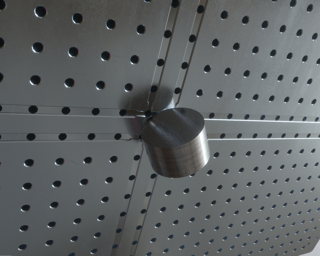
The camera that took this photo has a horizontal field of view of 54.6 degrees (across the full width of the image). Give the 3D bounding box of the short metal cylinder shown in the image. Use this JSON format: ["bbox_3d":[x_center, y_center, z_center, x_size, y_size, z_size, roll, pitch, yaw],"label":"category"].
[{"bbox_3d":[0.020,0.017,0.396,0.080,0.080,0.050,-25,127,-13],"label":"short metal cylinder"}]
